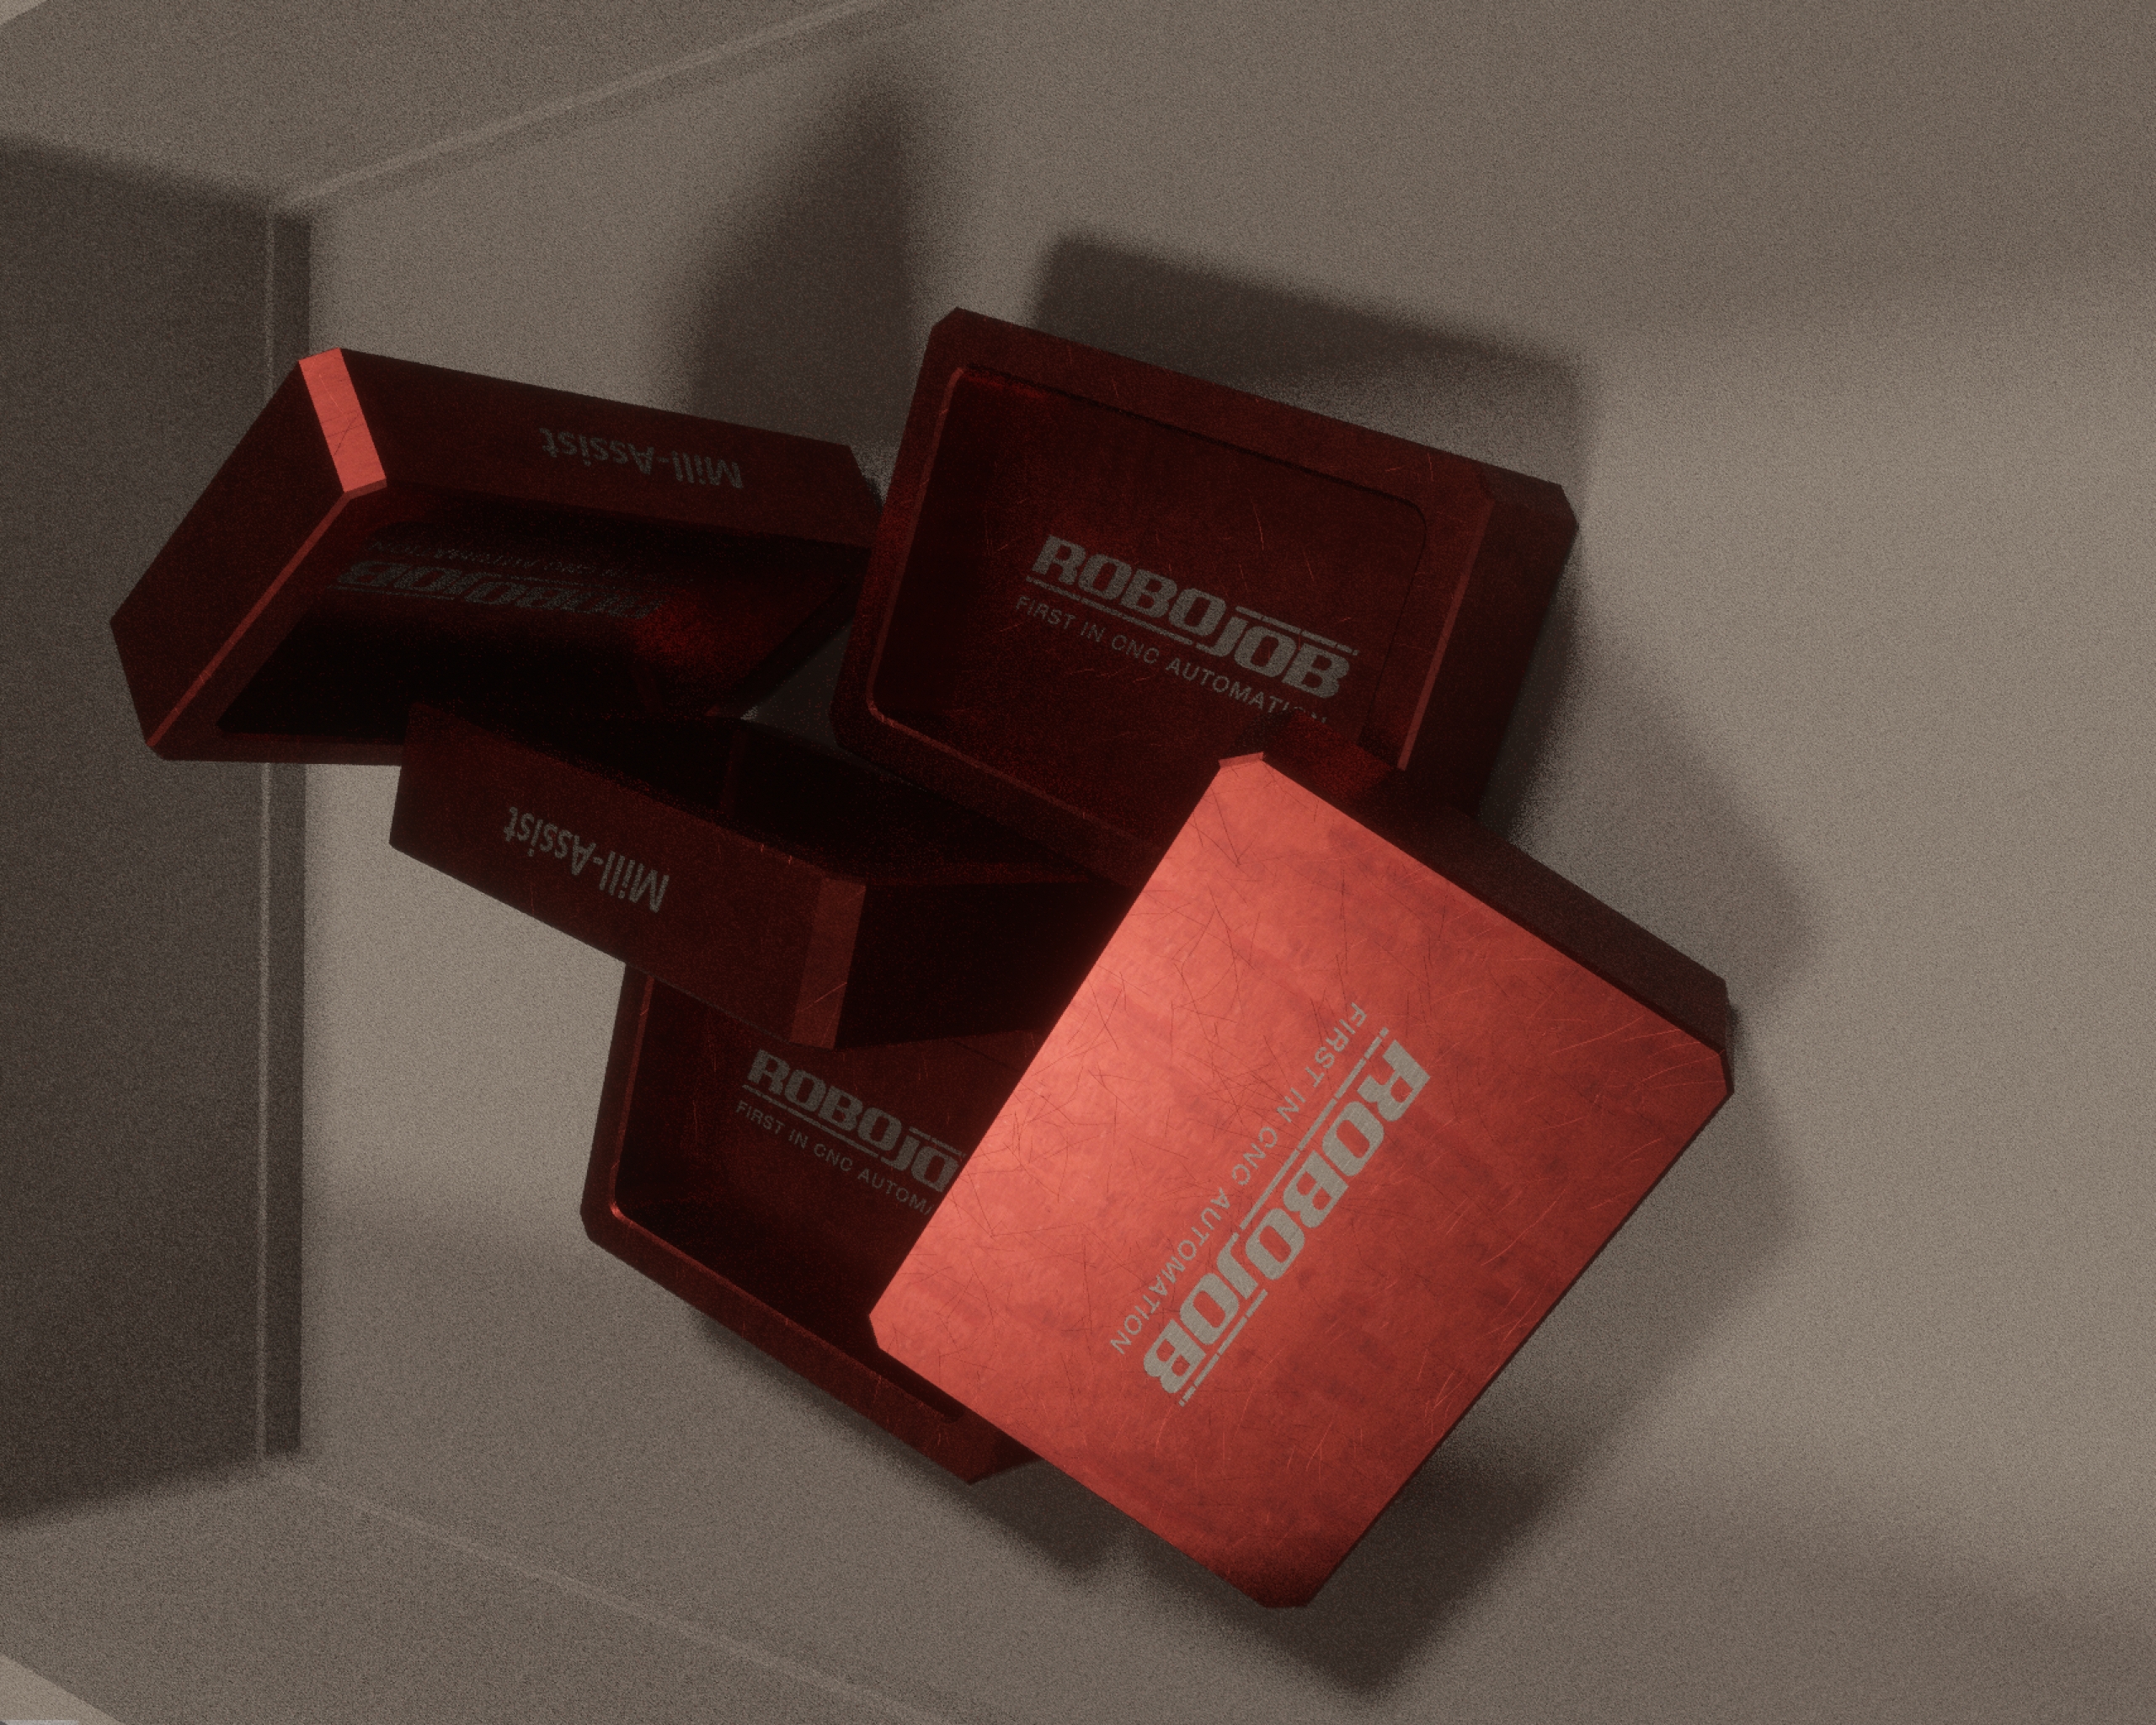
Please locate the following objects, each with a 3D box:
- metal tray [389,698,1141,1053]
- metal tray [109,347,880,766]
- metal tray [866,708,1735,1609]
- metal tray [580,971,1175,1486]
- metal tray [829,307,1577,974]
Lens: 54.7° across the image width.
[{"bbox_3d":[-0.060,-0.001,0.408,0.130,0.091,0.030,20,103,38],"label":"metal tray"},{"bbox_3d":[-0.113,-0.055,0.425,0.090,0.131,0.030,-37,68,34],"label":"metal tray"},{"bbox_3d":[0.034,0.051,0.346,0.090,0.030,0.129,33,114,4],"label":"metal tray"},{"bbox_3d":[-0.047,0.059,0.436,0.130,0.030,0.089,21,103,37],"label":"metal tray"},{"bbox_3d":[0.017,-0.043,0.386,0.130,0.030,0.089,27,106,36],"label":"metal tray"}]
